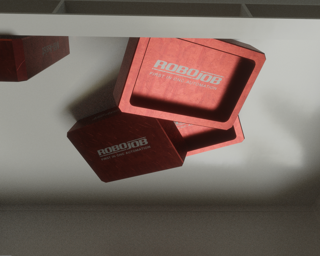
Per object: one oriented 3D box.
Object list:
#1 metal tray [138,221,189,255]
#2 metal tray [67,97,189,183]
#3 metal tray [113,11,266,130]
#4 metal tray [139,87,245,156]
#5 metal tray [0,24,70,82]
[{"bbox_3d":[0.003,0.232,0.606,0.091,0.030,0.129,2,130,-3],"label":"metal tray"},{"bbox_3d":[-0.042,0.018,0.391,0.130,0.030,0.090,-17,118,29],"label":"metal tray"},{"bbox_3d":[0.029,-0.051,0.308,0.131,0.030,0.089,9,118,-24],"label":"metal tray"},{"bbox_3d":[0.034,-0.006,0.400,0.130,0.030,0.090,-16,129,13],"label":"metal tray"},{"bbox_3d":[-0.142,-0.072,0.275,0.091,0.130,0.030,1,112,-1],"label":"metal tray"}]
